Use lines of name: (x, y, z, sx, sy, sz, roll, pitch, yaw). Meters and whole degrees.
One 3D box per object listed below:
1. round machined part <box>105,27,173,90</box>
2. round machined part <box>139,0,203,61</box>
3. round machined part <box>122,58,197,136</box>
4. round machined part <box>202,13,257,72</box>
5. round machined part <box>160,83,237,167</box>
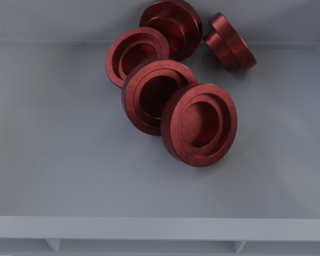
round machined part: (-0.027, -0.095, 0.455, 0.098, 0.042, 0.098, -6, 72, 19)
round machined part: (0.013, -0.145, 0.477, 0.098, 0.097, 0.042, 17, 44, 13)
round machined part: (-0.002, -0.042, 0.402, 0.099, 0.097, 0.042, -16, 22, -13)
round machined part: (0.102, -0.125, 0.477, 0.042, 0.098, 0.098, -36, 51, 16)
round machined part: (0.043, -0.005, 0.375, 0.099, 0.098, 0.042, -30, 21, -23)
